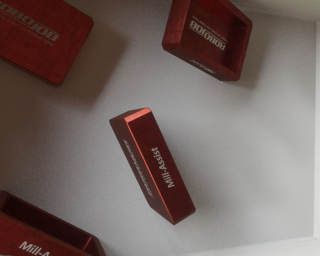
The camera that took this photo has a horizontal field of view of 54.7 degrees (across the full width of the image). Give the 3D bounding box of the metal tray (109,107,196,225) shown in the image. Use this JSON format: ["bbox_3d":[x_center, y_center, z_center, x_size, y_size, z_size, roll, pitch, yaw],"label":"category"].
[{"bbox_3d":[-0.012,0.042,0.371,0.030,0.090,0.129,-27,99,-18],"label":"metal tray"}]

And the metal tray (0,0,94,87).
[{"bbox_3d":[-0.154,-0.116,0.351,0.131,0.030,0.090,28,81,-18],"label":"metal tray"}]

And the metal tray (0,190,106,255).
[{"bbox_3d":[-0.123,0.118,0.330,0.130,0.090,0.030,34,79,-17],"label":"metal tray"}]

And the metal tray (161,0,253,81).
[{"bbox_3d":[0.067,-0.123,0.404,0.131,0.030,0.090,17,86,-43],"label":"metal tray"}]
